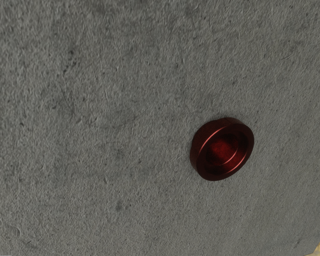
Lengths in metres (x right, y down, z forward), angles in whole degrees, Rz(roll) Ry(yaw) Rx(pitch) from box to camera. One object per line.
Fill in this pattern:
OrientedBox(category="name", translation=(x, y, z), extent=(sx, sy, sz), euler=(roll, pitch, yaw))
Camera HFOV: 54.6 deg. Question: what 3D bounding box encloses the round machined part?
OrientedBox(category="round machined part", translation=(0.086, 0.027, 0.459), extent=(0.099, 0.042, 0.097), euler=(-14, 124, -21))
